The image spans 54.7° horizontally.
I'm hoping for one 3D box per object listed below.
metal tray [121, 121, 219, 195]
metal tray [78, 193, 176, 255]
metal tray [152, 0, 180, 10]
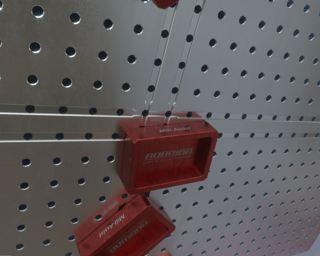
[{"bbox_3d":[0.014,0.041,0.442,0.131,0.030,0.089,-6,121,-26],"label":"metal tray"},{"bbox_3d":[-0.050,0.172,0.488,0.130,0.030,0.090,-40,130,-2],"label":"metal tray"},{"bbox_3d":[0.032,-0.186,0.288,0.130,0.030,0.090,-31,124,6],"label":"metal tray"}]
